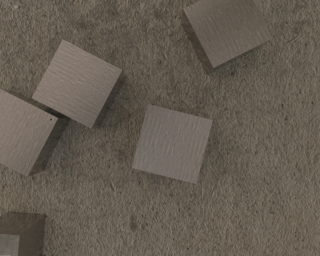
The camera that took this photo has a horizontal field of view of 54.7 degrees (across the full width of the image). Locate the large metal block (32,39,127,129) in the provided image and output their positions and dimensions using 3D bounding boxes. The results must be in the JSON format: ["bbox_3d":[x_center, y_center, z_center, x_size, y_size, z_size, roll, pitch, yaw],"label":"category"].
[{"bbox_3d":[-0.100,-0.053,0.397,0.080,0.050,0.080,28,90,0],"label":"large metal block"}]

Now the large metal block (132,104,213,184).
[{"bbox_3d":[0.015,0.019,0.397,0.080,0.050,0.080,14,90,0],"label":"large metal block"}]

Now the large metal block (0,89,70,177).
[{"bbox_3d":[-0.176,0.005,0.396,0.080,0.050,0.080,27,90,0],"label":"large metal block"}]

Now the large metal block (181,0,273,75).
[{"bbox_3d":[0.082,-0.126,0.398,0.080,0.050,0.080,-27,90,0],"label":"large metal block"}]

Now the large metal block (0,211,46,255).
[{"bbox_3d":[-0.183,0.155,0.381,0.050,0.080,0.080,5,90,0],"label":"large metal block"}]
